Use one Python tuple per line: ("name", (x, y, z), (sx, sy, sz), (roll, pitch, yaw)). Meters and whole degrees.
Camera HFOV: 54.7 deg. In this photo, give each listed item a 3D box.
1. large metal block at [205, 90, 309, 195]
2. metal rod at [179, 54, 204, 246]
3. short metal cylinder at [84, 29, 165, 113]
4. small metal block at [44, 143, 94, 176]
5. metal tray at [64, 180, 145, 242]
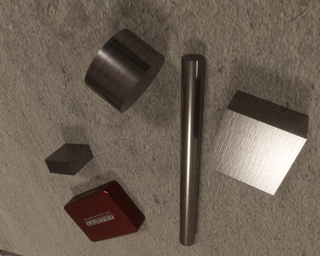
("large metal block", (0.106, 0.015, 0.344), (0.080, 0.050, 0.079), (23, 127, 14))
("metal rod", (0.040, 0.050, 0.415), (0.025, 0.025, 0.298), (12, 124, 21))
("short metal cylinder", (-0.039, -0.064, 0.351), (0.050, 0.080, 0.080), (39, 129, 2))
("small metal block", (-0.144, 0.049, 0.495), (0.050, 0.050, 0.025), (1, 119, 27))
("metal tray", (-0.100, 0.151, 0.547), (0.130, 0.030, 0.090), (-27, 104, 37))
